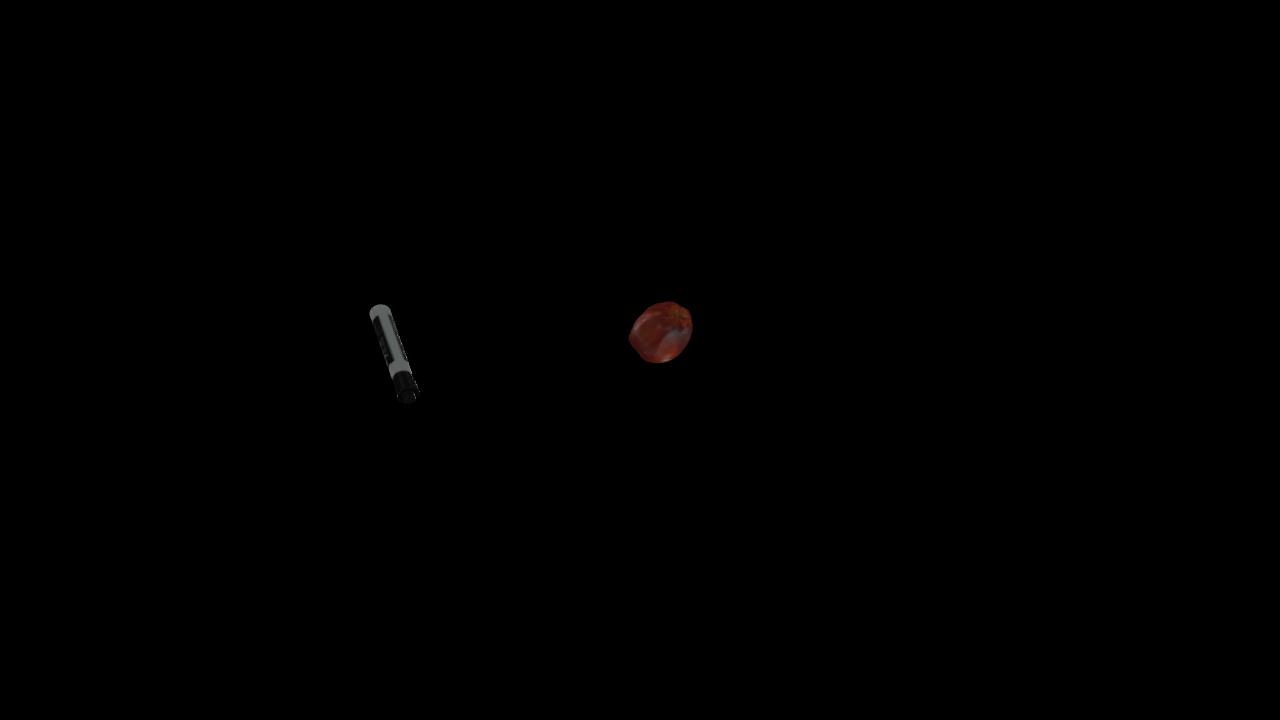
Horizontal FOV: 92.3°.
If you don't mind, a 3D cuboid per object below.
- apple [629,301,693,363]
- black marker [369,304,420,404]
[{"bbox_3d":[0.030,-0.037,0.822,0.079,0.079,0.093,0,-29,-33],"label":"apple"},{"bbox_3d":[-0.216,-0.006,0.540,0.020,0.020,0.121,0,40,-37],"label":"black marker"}]
